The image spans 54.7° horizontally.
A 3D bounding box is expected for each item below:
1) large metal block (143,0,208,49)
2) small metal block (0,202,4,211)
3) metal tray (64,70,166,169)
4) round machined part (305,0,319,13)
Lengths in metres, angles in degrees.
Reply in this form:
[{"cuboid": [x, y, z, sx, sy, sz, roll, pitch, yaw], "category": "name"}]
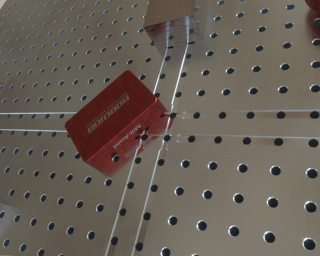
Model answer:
[{"cuboid": [0.027, -0.178, 0.488, 0.080, 0.050, 0.080, -5, 59, 25], "category": "large metal block"}, {"cuboid": [-0.277, 0.129, 0.475, 0.050, 0.025, 0.050, 13, 68, 33], "category": "small metal block"}, {"cuboid": [-0.068, -0.015, 0.450, 0.130, 0.030, 0.090, -41, 51, 0], "category": "metal tray"}, {"cuboid": [0.232, -0.174, 0.383, 0.098, 0.042, 0.098, -13, 56, 21], "category": "round machined part"}]
